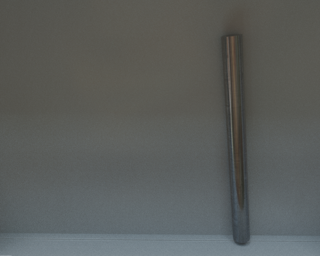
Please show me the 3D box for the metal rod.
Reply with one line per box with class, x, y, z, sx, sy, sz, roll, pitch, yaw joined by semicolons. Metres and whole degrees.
metal rod;0.105;0.028;0.422;0.025;0.025;0.298;-7;110;2
